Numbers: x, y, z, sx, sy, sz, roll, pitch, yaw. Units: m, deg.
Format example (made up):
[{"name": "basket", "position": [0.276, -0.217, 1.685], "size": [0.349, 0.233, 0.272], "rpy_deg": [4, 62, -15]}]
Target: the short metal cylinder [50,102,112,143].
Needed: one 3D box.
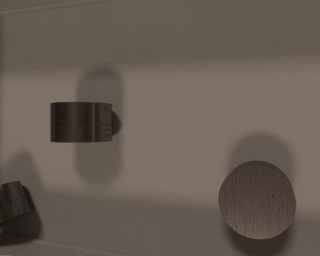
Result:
[{"name": "short metal cylinder", "position": [-0.105, -0.007, 0.417], "size": [0.080, 0.080, 0.050], "rpy_deg": [0, 90, 19]}]

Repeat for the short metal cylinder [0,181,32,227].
[{"name": "short metal cylinder", "position": [-0.242, 0.120, 0.465], "size": [0.080, 0.080, 0.050], "rpy_deg": [-28, 81, 17]}]

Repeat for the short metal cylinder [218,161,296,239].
[{"name": "short metal cylinder", "position": [0.112, 0.080, 0.358], "size": [0.080, 0.050, 0.079], "rpy_deg": [0, 90, 19]}]
